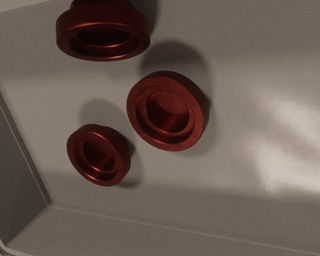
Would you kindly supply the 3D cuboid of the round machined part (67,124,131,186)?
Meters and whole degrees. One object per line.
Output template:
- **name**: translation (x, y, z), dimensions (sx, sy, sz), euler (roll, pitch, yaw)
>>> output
- **round machined part**: translation (-0.086, 0.036, 0.463), dimensions (0.098, 0.042, 0.097), euler (13, 124, 20)

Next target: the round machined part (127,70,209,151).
- **round machined part**: translation (0.013, -0.024, 0.375), dimensions (0.098, 0.042, 0.097), euler (13, 124, 20)

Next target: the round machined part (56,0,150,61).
- **round machined part**: translation (-0.061, -0.110, 0.336), dimensions (0.098, 0.099, 0.042), euler (-10, 80, 32)
